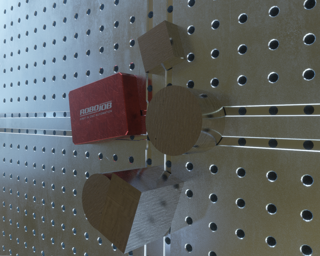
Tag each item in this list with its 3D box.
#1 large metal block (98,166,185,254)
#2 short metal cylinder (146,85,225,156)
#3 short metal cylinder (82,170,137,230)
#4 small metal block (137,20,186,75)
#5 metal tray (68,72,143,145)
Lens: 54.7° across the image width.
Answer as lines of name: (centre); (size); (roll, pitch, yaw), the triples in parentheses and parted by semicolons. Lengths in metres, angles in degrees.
large metal block: (-0.023, 0.099, 0.392); (0.050, 0.081, 0.079); (26, 106, 37)
short metal cylinder: (0.029, -0.008, 0.369); (0.080, 0.050, 0.079); (0, 90, 39)
short metal cylinder: (-0.068, 0.103, 0.449); (0.080, 0.050, 0.079); (0, 90, 40)
small metal block: (0.001, -0.104, 0.408); (0.050, 0.025, 0.050); (-22, 77, 38)
metal tray: (-0.088, -0.026, 0.479); (0.130, 0.030, 0.089); (-11, 83, 39)
